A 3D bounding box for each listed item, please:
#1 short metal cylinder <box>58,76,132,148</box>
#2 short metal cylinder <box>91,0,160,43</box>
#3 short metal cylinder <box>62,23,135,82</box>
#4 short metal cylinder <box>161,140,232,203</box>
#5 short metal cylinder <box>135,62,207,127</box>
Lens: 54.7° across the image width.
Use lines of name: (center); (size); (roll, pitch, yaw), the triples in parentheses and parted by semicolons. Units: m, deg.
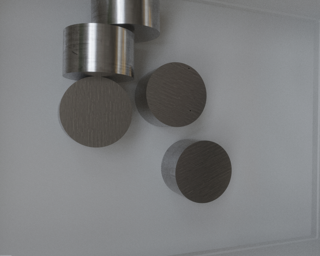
short metal cylinder: (-0.079, -0.018, 0.369); (0.081, 0.050, 0.079); (0, 90, -20)
short metal cylinder: (-0.041, -0.136, 0.367); (0.081, 0.080, 0.050); (-1, 91, -20)
short metal cylinder: (-0.070, -0.082, 0.356); (0.081, 0.080, 0.050); (1, 90, -20)
short metal cylinder: (0.048, 0.055, 0.416); (0.081, 0.050, 0.079); (0, 90, -21)
short metal cylinder: (0.013, -0.041, 0.403); (0.081, 0.050, 0.079); (0, 90, -21)
